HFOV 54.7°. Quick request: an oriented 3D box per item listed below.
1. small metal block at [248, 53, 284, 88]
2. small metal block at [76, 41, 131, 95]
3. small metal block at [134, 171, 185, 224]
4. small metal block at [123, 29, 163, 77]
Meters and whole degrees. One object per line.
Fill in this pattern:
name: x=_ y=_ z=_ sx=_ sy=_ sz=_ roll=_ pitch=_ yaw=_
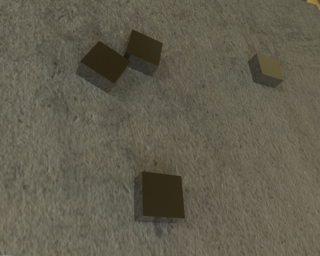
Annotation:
small metal block: x=0.197 y=-0.107 z=0.579 sx=0.050 sy=0.025 sz=0.050 roll=10 pitch=57 yaw=-23
small metal block: x=-0.075 y=-0.081 z=0.414 sx=0.050 sy=0.025 sz=0.050 roll=33 pitch=51 yaw=-7
small metal block: x=-0.002 y=0.080 z=0.355 sx=0.050 sy=0.025 sz=0.050 roll=11 pitch=57 yaw=-23
small metal block: x=-0.027 y=-0.111 z=0.459 sx=0.050 sy=0.025 sz=0.050 roll=20 pitch=54 yaw=-17
